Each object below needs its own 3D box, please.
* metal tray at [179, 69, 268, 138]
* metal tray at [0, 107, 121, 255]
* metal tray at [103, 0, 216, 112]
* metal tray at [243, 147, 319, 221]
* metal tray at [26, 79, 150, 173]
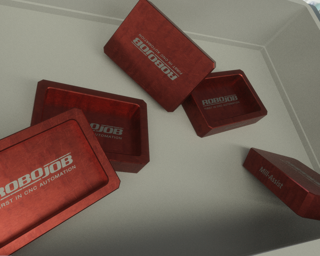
[{"bbox_3d":[0.097,-0.042,0.482,0.131,0.030,0.090,-13,68,-34],"label":"metal tray"},{"bbox_3d":[-0.114,0.048,0.284,0.131,0.030,0.090,-29,92,-28],"label":"metal tray"},{"bbox_3d":[-0.001,-0.097,0.422,0.130,0.090,0.030,43,19,1],"label":"metal tray"},{"bbox_3d":[0.182,0.073,0.409,0.091,0.030,0.130,14,15,-20],"label":"metal tray"},{"bbox_3d":[-0.079,0.000,0.360,0.131,0.030,0.090,10,58,-23],"label":"metal tray"}]
